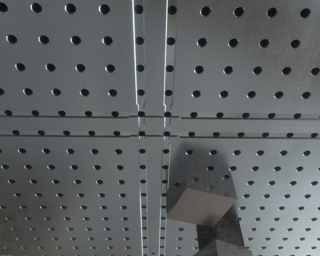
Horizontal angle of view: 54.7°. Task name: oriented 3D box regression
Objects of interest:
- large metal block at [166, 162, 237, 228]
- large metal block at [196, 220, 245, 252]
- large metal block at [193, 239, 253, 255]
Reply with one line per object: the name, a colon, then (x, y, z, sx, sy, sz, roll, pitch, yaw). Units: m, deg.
large metal block: (0.062, 0.107, 0.487, 0.081, 0.050, 0.079, 15, 129, -13)
large metal block: (0.118, 0.226, 0.590, 0.080, 0.050, 0.080, -11, 130, 9)
large metal block: (0.108, 0.246, 0.541, 0.080, 0.050, 0.080, 24, 126, -20)
